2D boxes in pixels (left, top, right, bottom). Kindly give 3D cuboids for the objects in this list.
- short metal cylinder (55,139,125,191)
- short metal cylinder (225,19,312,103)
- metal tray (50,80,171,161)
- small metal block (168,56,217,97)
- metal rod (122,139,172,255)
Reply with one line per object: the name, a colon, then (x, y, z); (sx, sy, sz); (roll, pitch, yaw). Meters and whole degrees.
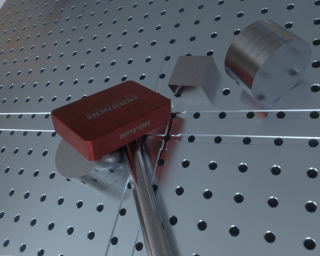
short metal cylinder: (-0.091, 0.038, 0.417); (0.080, 0.050, 0.080); (-13, 56, 21)
short metal cylinder: (0.122, -0.076, 0.355); (0.080, 0.080, 0.050); (-38, 51, 3)
metal tray: (-0.060, -0.016, 0.404); (0.131, 0.030, 0.090); (-28, 43, -33)
small metal block: (0.045, -0.072, 0.429); (0.050, 0.025, 0.050); (8, 66, 31)
metal rod: (-0.005, 0.120, 0.337); (0.025, 0.025, 0.299); (-28, 52, 11)
